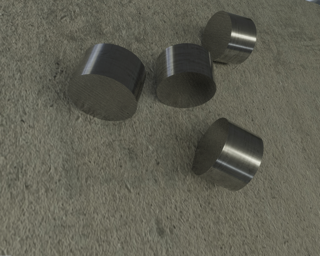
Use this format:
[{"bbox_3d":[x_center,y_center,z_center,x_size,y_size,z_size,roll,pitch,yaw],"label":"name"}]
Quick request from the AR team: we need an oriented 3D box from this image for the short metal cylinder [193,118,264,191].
[{"bbox_3d":[0.084,0.033,0.393,0.050,0.080,0.080,27,53,-12],"label":"short metal cylinder"}]

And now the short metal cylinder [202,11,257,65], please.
[{"bbox_3d":[0.115,-0.151,0.522,0.050,0.080,0.080,4,60,-27],"label":"short metal cylinder"}]

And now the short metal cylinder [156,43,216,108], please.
[{"bbox_3d":[0.035,-0.071,0.430,0.081,0.080,0.050,12,57,-22],"label":"short metal cylinder"}]

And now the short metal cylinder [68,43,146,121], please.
[{"bbox_3d":[-0.061,-0.052,0.367,0.080,0.080,0.050,23,54,-15],"label":"short metal cylinder"}]
